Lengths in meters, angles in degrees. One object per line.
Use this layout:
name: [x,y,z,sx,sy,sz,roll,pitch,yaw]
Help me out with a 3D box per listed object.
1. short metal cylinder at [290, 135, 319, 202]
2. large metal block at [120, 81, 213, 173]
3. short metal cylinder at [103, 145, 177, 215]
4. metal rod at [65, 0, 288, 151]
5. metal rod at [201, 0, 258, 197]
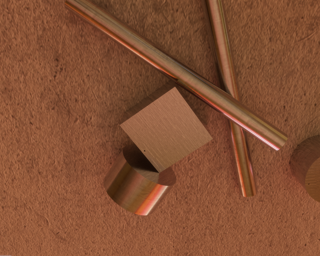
short metal cylinder: [0.226,0.055,0.419,0.081,0.050,0.079,0,110,0]
large metal block: [0.008,-0.004,0.395,0.080,0.050,0.080,-34,107,11]
short metal cylinder: [-0.026,0.066,0.405,0.080,0.080,0.050,30,107,-11]
metal rod: [0.023,-0.065,0.368,0.301,0.025,0.025,34,107,-5]
metal rod: [0.089,-0.043,0.394,0.025,0.025,0.298,-14,110,5]
